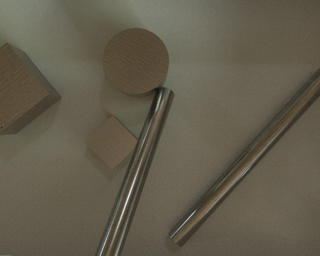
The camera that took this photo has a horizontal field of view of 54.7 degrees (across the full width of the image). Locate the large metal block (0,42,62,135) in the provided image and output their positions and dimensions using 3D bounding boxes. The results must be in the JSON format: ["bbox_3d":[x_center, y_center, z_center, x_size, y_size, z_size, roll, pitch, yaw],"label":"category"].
[{"bbox_3d":[-0.190,-0.047,0.396,0.080,0.050,0.080,-39,91,0],"label":"large metal block"}]

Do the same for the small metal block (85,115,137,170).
[{"bbox_3d":[-0.061,0.019,0.411,0.050,0.025,0.050,-45,91,0],"label":"small metal block"}]

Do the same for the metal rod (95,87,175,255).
[{"bbox_3d":[-0.036,0.079,0.345,0.025,0.025,0.300,19,63,0],"label":"metal rod"}]

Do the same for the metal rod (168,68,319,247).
[{"bbox_3d":[0.122,0.038,0.413,0.025,0.025,0.300,43,90,-1],"label":"metal rod"}]

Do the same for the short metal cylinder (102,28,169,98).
[{"bbox_3d":[-0.029,-0.081,0.399,0.081,0.050,0.079,0,90,-1],"label":"short metal cylinder"}]
